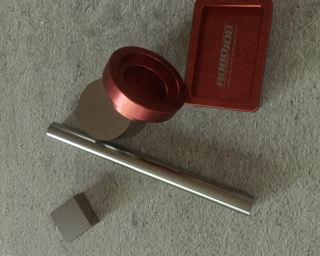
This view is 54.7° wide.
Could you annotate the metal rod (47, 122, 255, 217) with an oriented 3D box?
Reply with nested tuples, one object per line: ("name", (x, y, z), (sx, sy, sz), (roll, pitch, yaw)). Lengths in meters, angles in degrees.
("metal rod", (-0.025, 0.048, 0.417), (0.301, 0.025, 0.025), (19, 96, 18))

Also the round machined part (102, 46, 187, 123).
("round machined part", (-0.021, -0.046, 0.365), (0.098, 0.099, 0.042), (53, 135, 12))

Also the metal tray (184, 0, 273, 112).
("metal tray", (0.082, -0.088, 0.377), (0.090, 0.030, 0.129), (8, 93, 19))

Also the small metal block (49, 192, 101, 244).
("small metal block", (-0.124, 0.131, 0.453), (0.050, 0.025, 0.050), (-38, 78, 16))

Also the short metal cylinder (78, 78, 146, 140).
("short metal cylinder", (-0.062, -0.024, 0.418), (0.080, 0.050, 0.080), (0, 90, 20))
